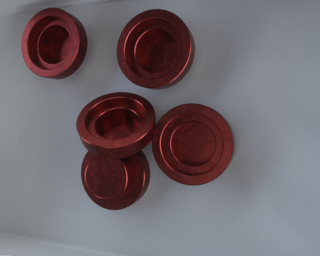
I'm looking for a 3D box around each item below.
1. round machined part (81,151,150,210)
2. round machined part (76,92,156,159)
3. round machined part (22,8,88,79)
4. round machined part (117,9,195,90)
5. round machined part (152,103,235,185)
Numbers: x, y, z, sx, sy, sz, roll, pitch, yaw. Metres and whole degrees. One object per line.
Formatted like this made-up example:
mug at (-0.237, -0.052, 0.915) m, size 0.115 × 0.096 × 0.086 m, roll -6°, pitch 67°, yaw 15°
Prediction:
round machined part at (-0.067, 0.064, 0.424) m, size 0.098 × 0.042 × 0.097 m, roll 0°, pitch 90°, yaw 19°
round machined part at (-0.054, 0.001, 0.401) m, size 0.099 × 0.042 × 0.098 m, roll -2°, pitch 47°, yaw 3°
round machined part at (-0.148, -0.120, 0.452) m, size 0.098 × 0.042 × 0.097 m, roll 0°, pitch 90°, yaw 19°
round machined part at (-0.002, -0.098, 0.402) m, size 0.098 × 0.042 × 0.097 m, roll 0°, pitch 90°, yaw 19°
round machined part at (0.043, 0.019, 0.386) m, size 0.098 × 0.042 × 0.097 m, roll 0°, pitch 90°, yaw 19°
